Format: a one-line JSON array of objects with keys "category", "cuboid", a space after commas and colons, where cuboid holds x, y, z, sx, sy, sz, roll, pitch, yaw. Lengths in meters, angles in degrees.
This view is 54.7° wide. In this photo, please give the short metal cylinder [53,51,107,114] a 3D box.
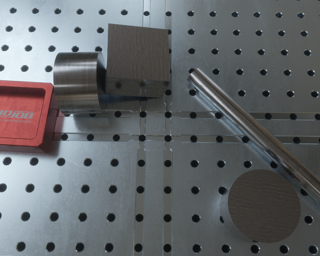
[{"category": "short metal cylinder", "cuboid": [-0.100, -0.058, 0.403, 0.050, 0.080, 0.080, -2, 70, -1]}]

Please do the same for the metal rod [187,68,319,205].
[{"category": "metal rod", "cuboid": [0.149, 0.028, 0.403, 0.025, 0.025, 0.300, -41, 75, -14]}]

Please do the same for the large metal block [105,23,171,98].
[{"category": "large metal block", "cuboid": [-0.032, -0.090, 0.424, 0.081, 0.050, 0.080, 2, 70, -11]}]

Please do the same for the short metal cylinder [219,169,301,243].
[{"category": "short metal cylinder", "cuboid": [0.115, 0.093, 0.366, 0.081, 0.050, 0.080, 0, 70, -1]}]

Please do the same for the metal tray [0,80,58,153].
[{"category": "metal tray", "cuboid": [-0.209, -0.017, 0.412, 0.131, 0.030, 0.090, 3, 70, 1]}]
